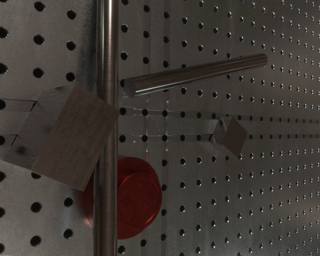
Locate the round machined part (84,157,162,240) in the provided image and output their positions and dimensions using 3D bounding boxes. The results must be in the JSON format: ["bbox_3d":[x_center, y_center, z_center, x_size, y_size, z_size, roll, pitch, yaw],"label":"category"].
[{"bbox_3d":[-0.036,0.084,0.370,0.099,0.042,0.097,0,90,-40],"label":"round machined part"}]

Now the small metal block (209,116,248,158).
[{"bbox_3d":[0.113,0.015,0.507,0.050,0.025,0.050,38,67,-34],"label":"small metal block"}]

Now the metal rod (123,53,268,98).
[{"bbox_3d":[0.075,-0.087,0.473,0.302,0.025,0.025,-19,102,-39],"label":"metal rod"}]

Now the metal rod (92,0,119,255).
[{"bbox_3d":[-0.058,-0.014,0.336,0.025,0.025,0.298,7,78,-40],"label":"metal rod"}]

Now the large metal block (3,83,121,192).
[{"bbox_3d":[-0.094,0.008,0.295,0.050,0.080,0.080,35,69,-35],"label":"large metal block"}]
